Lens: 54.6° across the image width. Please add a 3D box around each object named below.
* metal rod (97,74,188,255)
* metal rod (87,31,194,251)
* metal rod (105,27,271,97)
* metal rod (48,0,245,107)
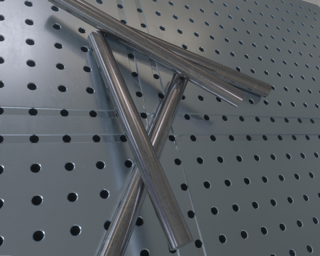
[{"bbox_3d":[-0.012,0.034,0.380,0.025,0.025,0.300,29,52,-10],"label":"metal rod"},{"bbox_3d":[-0.034,-0.007,0.369,0.025,0.025,0.299,-7,58,-31],"label":"metal rod"},{"bbox_3d":[0.052,-0.109,0.501,0.302,0.025,0.025,18,55,-18],"label":"metal rod"},{"bbox_3d":[-0.015,-0.112,0.438,0.301,0.025,0.025,28,52,-6],"label":"metal rod"}]
